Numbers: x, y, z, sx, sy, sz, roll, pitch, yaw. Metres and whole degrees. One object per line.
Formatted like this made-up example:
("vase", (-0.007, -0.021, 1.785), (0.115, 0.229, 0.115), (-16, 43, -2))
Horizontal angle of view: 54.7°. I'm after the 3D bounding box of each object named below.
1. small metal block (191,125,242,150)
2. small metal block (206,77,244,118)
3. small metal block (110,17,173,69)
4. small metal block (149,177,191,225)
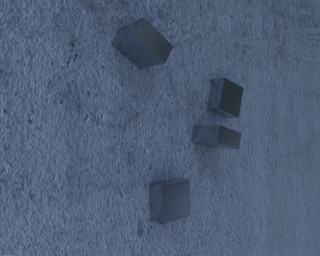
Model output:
("small metal block", (0.083, 0.014, 0.458), (0.050, 0.050, 0.025), (17, 80, -39))
("small metal block", (0.104, -0.047, 0.491), (0.050, 0.025, 0.050), (19, 78, -39))
("small metal block", (-0.022, -0.099, 0.370), (0.050, 0.050, 0.025), (37, 68, -34))
("small metal block", (0.014, 0.096, 0.416), (0.050, 0.025, 0.050), (-3, 92, -40))
